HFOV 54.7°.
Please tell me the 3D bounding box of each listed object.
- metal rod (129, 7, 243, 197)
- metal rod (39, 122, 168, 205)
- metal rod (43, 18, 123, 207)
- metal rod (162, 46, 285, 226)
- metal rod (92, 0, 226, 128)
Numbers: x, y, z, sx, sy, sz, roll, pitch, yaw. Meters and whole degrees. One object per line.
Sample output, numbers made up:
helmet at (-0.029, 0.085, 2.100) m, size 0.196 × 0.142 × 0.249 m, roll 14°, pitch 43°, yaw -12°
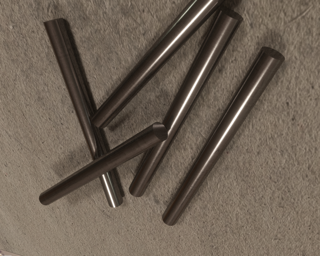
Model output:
metal rod at (0.016, -0.007, 0.392) m, size 0.025 × 0.025 × 0.298 m, roll 32°, pitch 128°, yaw 7°
metal rod at (-0.102, 0.065, 0.464) m, size 0.299 × 0.025 × 0.025 m, roll -31°, pitch 102°, yaw 37°
metal rod at (-0.105, -0.006, 0.456) m, size 0.025 × 0.025 × 0.298 m, roll 1°, pitch 119°, yaw 27°
metal rod at (0.063, 0.035, 0.394) m, size 0.025 × 0.025 × 0.298 m, roll 30°, pitch 128°, yaw 8°
metal rod at (0.002, -0.086, 0.350) m, size 0.025 × 0.025 × 0.299 m, roll 46°, pitch 129°, yaw -4°
